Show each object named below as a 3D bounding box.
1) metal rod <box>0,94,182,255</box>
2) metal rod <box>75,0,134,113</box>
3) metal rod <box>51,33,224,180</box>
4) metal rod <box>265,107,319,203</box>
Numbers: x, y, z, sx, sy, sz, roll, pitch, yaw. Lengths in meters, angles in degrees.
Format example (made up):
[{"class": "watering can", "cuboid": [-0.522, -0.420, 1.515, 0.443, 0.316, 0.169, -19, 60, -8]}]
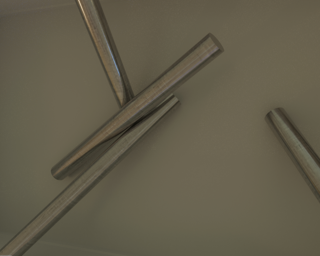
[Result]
[{"class": "metal rod", "cuboid": [-0.089, 0.064, 0.400, 0.300, 0.025, 0.025, -44, 76, -2]}, {"class": "metal rod", "cuboid": [-0.077, -0.130, 0.349, 0.025, 0.025, 0.299, -6, 123, 20]}, {"class": "metal rod", "cuboid": [-0.047, -0.011, 0.394, 0.299, 0.025, 0.025, -37, 78, 28]}, {"class": "metal rod", "cuboid": [0.178, 0.097, 0.276, 0.025, 0.025, 0.299, -34, 52, 17]}]
